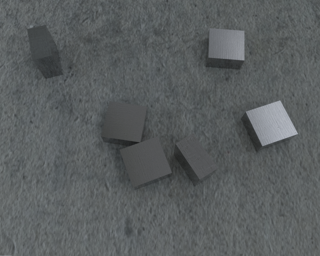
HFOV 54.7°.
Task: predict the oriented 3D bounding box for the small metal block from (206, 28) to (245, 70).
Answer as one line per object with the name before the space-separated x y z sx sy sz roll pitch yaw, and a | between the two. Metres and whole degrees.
small metal block | 0.095 -0.115 0.451 0.050 0.025 0.050 5 70 1

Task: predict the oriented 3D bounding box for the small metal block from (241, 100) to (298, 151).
small metal block | 0.144 -0.003 0.411 0.050 0.025 0.050 -18 71 -7

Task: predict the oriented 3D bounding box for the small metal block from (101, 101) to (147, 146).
small metal block | -0.045 -0.004 0.409 0.050 0.025 0.050 9 70 3

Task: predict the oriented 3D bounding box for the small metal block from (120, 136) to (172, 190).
small metal block | -0.018 0.045 0.392 0.050 0.025 0.050 -20 72 -8

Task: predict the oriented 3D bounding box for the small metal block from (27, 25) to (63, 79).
small metal block | -0.159 -0.105 0.431 0.025 0.050 0.050 -15 71 -6

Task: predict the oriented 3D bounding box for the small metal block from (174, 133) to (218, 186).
small metal block | 0.042 0.040 0.381 0.025 0.050 0.050 -31 73 -11
